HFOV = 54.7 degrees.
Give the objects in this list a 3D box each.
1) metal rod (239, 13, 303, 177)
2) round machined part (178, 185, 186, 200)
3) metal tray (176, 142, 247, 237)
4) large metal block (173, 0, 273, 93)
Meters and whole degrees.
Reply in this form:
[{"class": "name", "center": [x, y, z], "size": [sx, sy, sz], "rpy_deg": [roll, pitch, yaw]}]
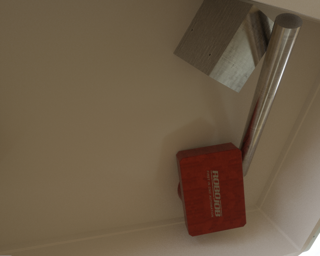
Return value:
[{"class": "metal rod", "center": [0.131, -0.014, 0.415], "size": [0.025, 0.025, 0.299], "rpy_deg": [-24, 146, -14]}, {"class": "round machined part", "center": [0.082, 0.099, 0.507], "size": [0.099, 0.042, 0.097], "rpy_deg": [-14, 125, -21]}, {"class": "metal tray", "center": [0.078, 0.093, 0.468], "size": [0.091, 0.030, 0.129], "rpy_deg": [-10, 106, -5]}, {"class": "large metal block", "center": [0.072, -0.098, 0.353], "size": [0.050, 0.080, 0.080], "rpy_deg": [21, 107, -36]}]
